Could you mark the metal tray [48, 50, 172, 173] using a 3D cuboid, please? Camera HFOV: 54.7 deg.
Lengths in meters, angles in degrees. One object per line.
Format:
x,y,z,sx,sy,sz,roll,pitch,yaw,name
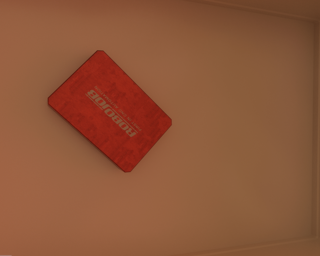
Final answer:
-0.060,-0.019,0.386,0.130,0.030,0.090,45,76,-15,metal tray
